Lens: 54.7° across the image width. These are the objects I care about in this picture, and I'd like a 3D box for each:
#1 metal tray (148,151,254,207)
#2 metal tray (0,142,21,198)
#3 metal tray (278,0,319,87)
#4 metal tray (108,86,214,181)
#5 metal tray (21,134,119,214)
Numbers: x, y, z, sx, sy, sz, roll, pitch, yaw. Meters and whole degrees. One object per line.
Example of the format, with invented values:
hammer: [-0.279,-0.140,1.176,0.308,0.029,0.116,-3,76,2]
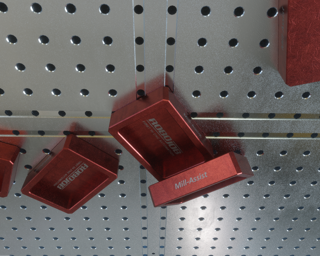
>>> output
metal tray: [0.060,0.076,0.445,0.130,0.030,0.090,-26,159,20]
metal tray: [-0.279,0.049,0.445,0.131,0.030,0.089,18,128,-15]
metal tray: [0.172,-0.111,0.317,0.090,0.030,0.129,-11,130,8]
metal tray: [0.005,0.015,0.421,0.090,0.030,0.130,-26,126,20]
metal tray: [-0.136,0.074,0.469,0.090,0.030,0.130,35,122,-26]
